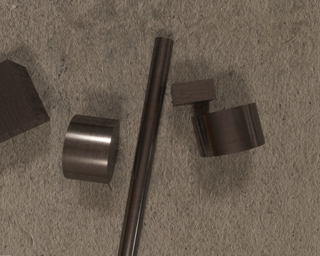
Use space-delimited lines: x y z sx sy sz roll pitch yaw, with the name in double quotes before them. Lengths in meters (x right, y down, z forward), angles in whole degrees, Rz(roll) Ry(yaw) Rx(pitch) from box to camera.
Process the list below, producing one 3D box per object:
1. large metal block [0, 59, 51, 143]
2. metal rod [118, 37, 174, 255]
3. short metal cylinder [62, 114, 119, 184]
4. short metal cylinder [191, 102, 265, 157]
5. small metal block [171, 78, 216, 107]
"large metal block" -0.202 -0.030 0.395 0.080 0.050 0.080 -25 90 -1
"metal rod" -0.019 0.030 0.409 0.025 0.025 0.298 10 90 -1
"short metal cylinder" -0.082 0.026 0.382 0.050 0.080 0.080 7 90 0
"short metal cylinder" 0.084 0.002 0.384 0.080 0.080 0.050 -13 90 0
"small metal block" 0.041 -0.044 0.398 0.050 0.050 0.025 -8 90 0
